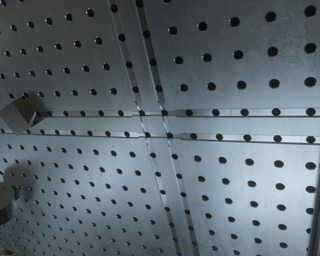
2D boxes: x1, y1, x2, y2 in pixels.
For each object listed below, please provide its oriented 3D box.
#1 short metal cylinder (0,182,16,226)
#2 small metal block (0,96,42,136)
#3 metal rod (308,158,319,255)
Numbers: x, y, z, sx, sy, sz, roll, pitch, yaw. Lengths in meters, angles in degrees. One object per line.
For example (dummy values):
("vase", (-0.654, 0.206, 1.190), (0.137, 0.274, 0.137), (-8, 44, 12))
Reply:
("short metal cylinder", (-0.350, 0.161, 0.656), (0.080, 0.080, 0.050), (23, 127, 13))
("small metal block", (-0.236, -0.019, 0.520), (0.050, 0.025, 0.050), (-22, 107, 36))
("metal rod", (0.192, 0.072, 0.354), (0.025, 0.025, 0.298), (5, 121, 25))
